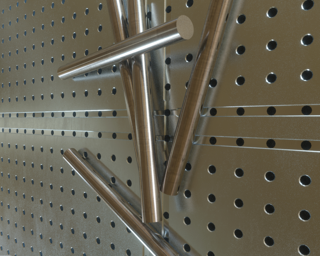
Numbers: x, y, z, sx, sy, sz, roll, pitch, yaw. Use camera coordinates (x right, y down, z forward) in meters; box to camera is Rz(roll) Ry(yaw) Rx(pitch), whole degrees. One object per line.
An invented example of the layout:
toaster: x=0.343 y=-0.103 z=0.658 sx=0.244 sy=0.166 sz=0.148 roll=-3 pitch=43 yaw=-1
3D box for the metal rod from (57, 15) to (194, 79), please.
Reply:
metal rod: x=-0.071 y=-0.101 z=0.433 sx=0.300 sy=0.025 sz=0.025 roll=-2 pitch=89 yaw=49

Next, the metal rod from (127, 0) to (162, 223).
metal rod: x=-0.022 y=-0.031 z=0.409 sx=0.025 sy=0.025 sz=0.298 roll=-13 pitch=77 yaw=39

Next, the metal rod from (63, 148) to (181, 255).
metal rod: x=-0.055 y=0.119 z=0.451 sx=0.300 sy=0.025 sz=0.025 roll=36 pitch=112 yaw=33

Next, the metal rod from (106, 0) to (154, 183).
metal rod: x=-0.042 y=-0.065 z=0.441 sx=0.025 sy=0.025 sz=0.298 roll=-19 pitch=78 yaw=38

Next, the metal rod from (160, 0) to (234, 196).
metal rod: x=0.048 y=-0.060 z=0.367 sx=0.025 sy=0.025 sz=0.298 roll=24 pitch=105 yaw=37
